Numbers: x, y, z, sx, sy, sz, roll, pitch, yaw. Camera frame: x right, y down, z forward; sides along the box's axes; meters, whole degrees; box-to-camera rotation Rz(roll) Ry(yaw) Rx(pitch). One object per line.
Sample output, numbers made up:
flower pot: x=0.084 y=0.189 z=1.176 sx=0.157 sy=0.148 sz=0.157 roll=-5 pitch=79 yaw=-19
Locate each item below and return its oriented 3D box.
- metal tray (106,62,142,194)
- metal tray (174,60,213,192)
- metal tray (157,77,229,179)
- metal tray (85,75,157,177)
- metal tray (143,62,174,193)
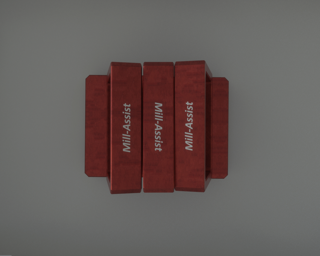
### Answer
metal tray: x=-0.042 y=0.000 z=0.344 sx=0.030 sy=0.090 sz=0.129 roll=0 pitch=90 yaw=-13
metal tray: x=0.039 y=-0.002 z=0.345 sx=0.030 sy=0.090 sz=0.129 roll=0 pitch=90 yaw=14
metal tray: x=0.042 y=0.000 z=0.408 sx=0.091 sy=0.030 sz=0.129 roll=1 pitch=90 yaw=0
metal tray: x=-0.049 y=-0.002 z=0.406 sx=0.091 sy=0.030 sz=0.129 roll=1 pitch=90 yaw=0
metal tray: x=-0.001 y=0.000 z=0.346 sx=0.030 sy=0.090 sz=0.129 roll=0 pitch=88 yaw=0
